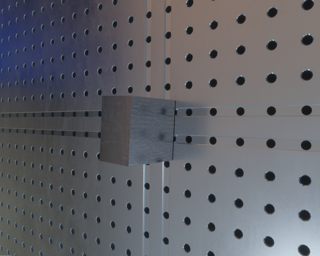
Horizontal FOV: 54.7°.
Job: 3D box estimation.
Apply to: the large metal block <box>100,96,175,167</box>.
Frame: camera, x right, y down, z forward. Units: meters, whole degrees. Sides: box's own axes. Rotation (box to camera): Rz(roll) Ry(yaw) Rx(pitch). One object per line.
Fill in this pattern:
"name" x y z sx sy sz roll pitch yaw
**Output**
"large metal block" -0.027 0.002 0.393 0.050 0.081 0.079 5 93 39
